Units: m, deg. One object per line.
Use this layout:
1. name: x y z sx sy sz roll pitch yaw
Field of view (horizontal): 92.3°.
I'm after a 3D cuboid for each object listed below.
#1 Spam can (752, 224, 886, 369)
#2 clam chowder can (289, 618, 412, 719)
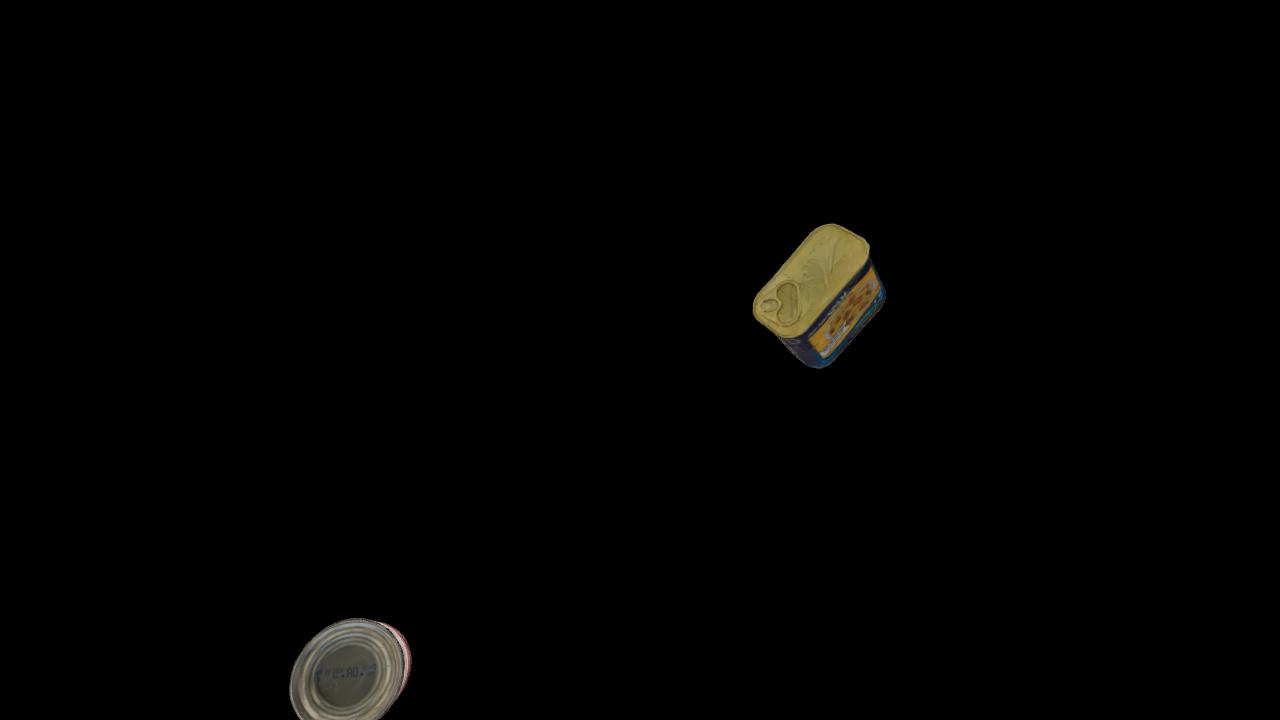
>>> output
1. Spam can: 0.157 -0.050 0.526 0.058 0.101 0.085 46 8 38
2. clam chowder can: -0.195 0.215 0.424 0.068 0.068 0.102 0 -23 -19
